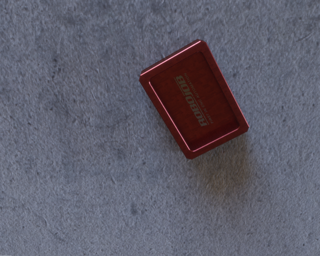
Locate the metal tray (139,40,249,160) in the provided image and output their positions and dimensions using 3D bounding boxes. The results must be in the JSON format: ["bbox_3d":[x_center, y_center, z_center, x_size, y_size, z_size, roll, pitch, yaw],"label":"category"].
[{"bbox_3d":[0.044,-0.034,0.395,0.090,0.030,0.130,-29,108,9],"label":"metal tray"}]
